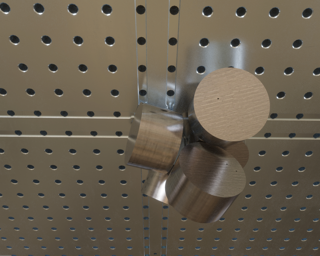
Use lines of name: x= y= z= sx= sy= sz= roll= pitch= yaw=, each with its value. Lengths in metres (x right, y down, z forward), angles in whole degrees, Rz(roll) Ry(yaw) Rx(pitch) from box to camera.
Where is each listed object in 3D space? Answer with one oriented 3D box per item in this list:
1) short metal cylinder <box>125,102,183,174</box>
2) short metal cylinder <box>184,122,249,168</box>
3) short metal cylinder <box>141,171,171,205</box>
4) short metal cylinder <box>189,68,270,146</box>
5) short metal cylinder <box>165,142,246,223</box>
short metal cylinder: x=-0.009 y=0.013 z=0.386 sx=0.050 sy=0.080 sz=0.079 roll=15 pitch=129 yaw=-12
short metal cylinder: x=0.073 y=0.023 z=0.414 sx=0.081 sy=0.050 sz=0.079 roll=0 pitch=129 yaw=0
short metal cylinder: x=0.019 y=0.083 z=0.439 sx=0.080 sy=0.050 sz=0.080 roll=22 pitch=168 yaw=5
short metal cylinder: x=0.075 y=-0.021 z=0.349 sx=0.081 sy=0.080 sz=0.050 roll=2 pitch=170 yaw=-2
short metal cylinder: x=0.052 y=0.062 z=0.362 sx=0.081 sy=0.080 sz=0.050 roll=13 pitch=129 yaw=-11
